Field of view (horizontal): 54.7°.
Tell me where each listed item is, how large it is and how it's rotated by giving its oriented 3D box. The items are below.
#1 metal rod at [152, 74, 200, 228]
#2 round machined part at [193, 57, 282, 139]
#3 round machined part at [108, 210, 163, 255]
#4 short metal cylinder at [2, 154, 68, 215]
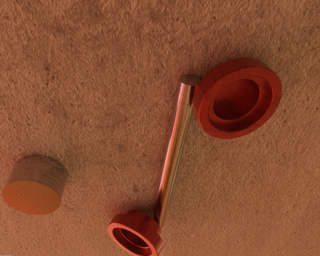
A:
[{"bbox_3d":[0.015,0.057,0.455,0.025,0.025,0.298,6,130,-5],"label":"metal rod"},{"bbox_3d":[0.084,-0.037,0.356,0.099,0.042,0.097,-9,131,-11],"label":"round machined part"},{"bbox_3d":[-0.037,0.179,0.531,0.098,0.042,0.097,19,137,20],"label":"round machined part"},{"bbox_3d":[-0.183,0.085,0.461,0.081,0.050,0.079,0,130,0],"label":"short metal cylinder"}]
